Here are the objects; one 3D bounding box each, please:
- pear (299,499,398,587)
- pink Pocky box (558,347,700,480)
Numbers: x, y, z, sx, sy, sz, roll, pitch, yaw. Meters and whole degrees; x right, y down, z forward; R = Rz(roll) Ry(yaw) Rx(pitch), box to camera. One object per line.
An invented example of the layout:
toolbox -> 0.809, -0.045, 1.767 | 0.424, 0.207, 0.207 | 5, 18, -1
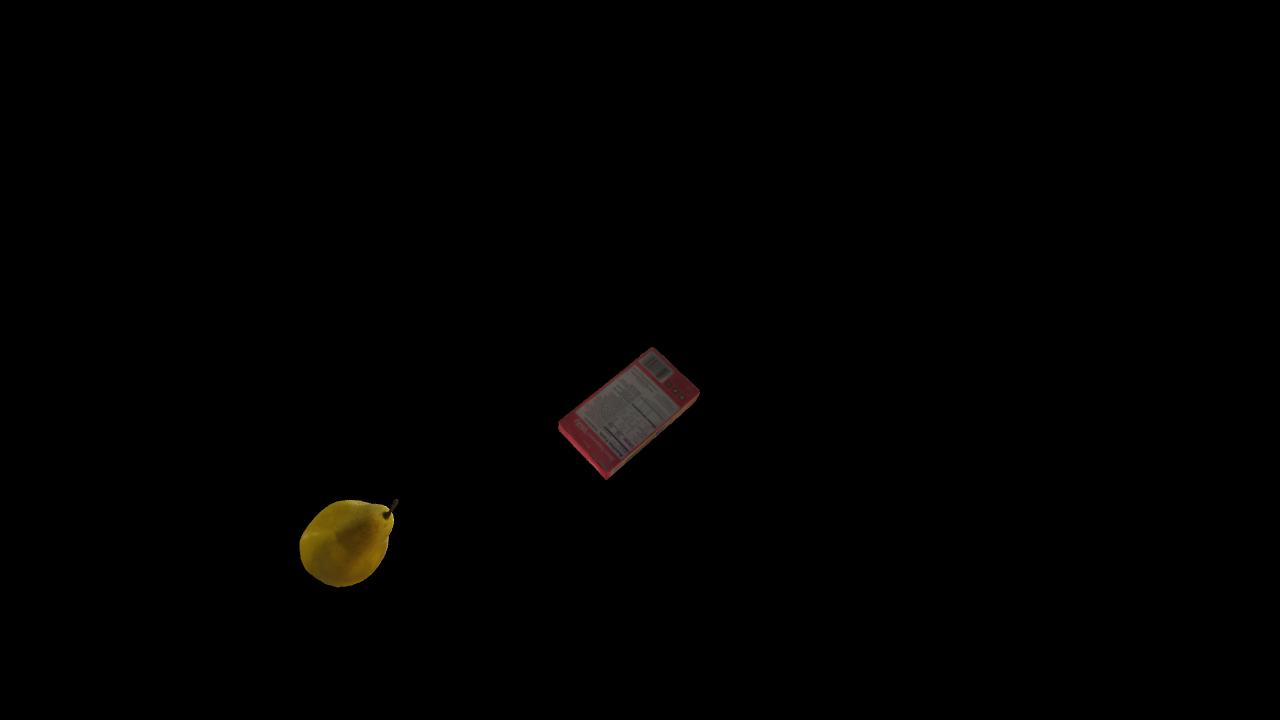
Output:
pear -> -0.256, 0.162, 0.563 | 0.111, 0.080, 0.080 | -25, -14, 32
pink Pocky box -> -0.012, 0.060, 0.723 | 0.155, 0.084, 0.029 | -39, -18, -25
